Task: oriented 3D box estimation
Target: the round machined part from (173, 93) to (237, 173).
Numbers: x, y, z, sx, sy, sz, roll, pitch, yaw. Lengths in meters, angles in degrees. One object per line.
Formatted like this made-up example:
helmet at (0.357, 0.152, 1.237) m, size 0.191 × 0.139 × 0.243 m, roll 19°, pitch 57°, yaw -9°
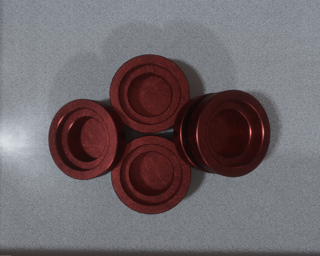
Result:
round machined part at (0.061, 0.006, 0.391) m, size 0.099 × 0.042 × 0.097 m, roll 0°, pitch 89°, yaw -22°

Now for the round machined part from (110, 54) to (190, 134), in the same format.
round machined part at (-0.013, -0.042, 0.400) m, size 0.099 × 0.042 × 0.097 m, roll 0°, pitch 90°, yaw 0°

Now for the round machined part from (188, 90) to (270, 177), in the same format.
round machined part at (0.076, 0.006, 0.363) m, size 0.099 × 0.042 × 0.097 m, roll 0°, pitch 90°, yaw -22°

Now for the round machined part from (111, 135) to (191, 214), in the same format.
round machined part at (-0.011, 0.057, 0.400) m, size 0.099 × 0.042 × 0.097 m, roll 0°, pitch 90°, yaw 0°

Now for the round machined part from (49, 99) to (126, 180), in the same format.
round machined part at (-0.087, 0.014, 0.390) m, size 0.098 × 0.042 × 0.097 m, roll 0°, pitch 90°, yaw 20°
